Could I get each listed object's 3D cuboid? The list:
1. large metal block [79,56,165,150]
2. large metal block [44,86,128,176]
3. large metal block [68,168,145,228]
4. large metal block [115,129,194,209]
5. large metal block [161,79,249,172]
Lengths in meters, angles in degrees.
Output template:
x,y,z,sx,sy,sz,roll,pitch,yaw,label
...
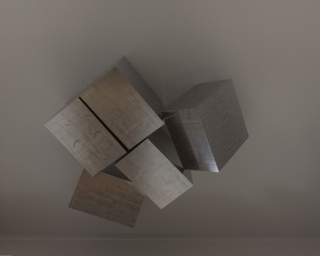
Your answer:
x,y,z,sx,sy,sz,roll,pitch,yaw,label
-0.040,-0.033,0.367,0.050,0.080,0.080,-37,106,12,large metal block
-0.082,-0.002,0.379,0.050,0.080,0.080,-36,107,12,large metal block
-0.069,0.090,0.406,0.080,0.080,0.050,21,74,-8,large metal block
-0.006,0.041,0.395,0.050,0.080,0.080,-40,106,13,large metal block
0.057,-0.004,0.373,0.050,0.080,0.080,-3,117,44,large metal block
